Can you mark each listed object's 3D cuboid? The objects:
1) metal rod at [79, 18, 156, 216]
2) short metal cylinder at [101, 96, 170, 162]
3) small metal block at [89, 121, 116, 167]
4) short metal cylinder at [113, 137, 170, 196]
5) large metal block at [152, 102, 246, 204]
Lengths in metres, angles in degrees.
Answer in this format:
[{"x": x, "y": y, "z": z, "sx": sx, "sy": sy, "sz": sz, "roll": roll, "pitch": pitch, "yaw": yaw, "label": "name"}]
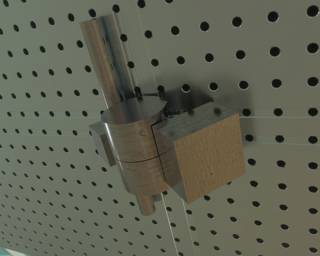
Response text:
[{"x": -0.052, "y": 0.002, "z": 0.434, "sx": 0.025, "sy": 0.025, "sz": 0.298, "roll": 0, "pitch": 119, "yaw": 28, "label": "metal rod"}, {"x": -0.027, "y": -0.001, "z": 0.384, "sx": 0.080, "sy": 0.080, "sz": 0.050, "roll": 1, "pitch": 119, "yaw": 28, "label": "short metal cylinder"}, {"x": -0.075, "y": 0.021, "z": 0.444, "sx": 0.050, "sy": 0.025, "sz": 0.050, "roll": 29, "pitch": 138, "yaw": 56, "label": "small metal block"}, {"x": -0.015, "y": 0.043, "z": 0.405, "sx": 0.080, "sy": 0.080, "sz": 0.050, "roll": 1, "pitch": 119, "yaw": 28, "label": "short metal cylinder"}, {"x": 0.046, "y": 0.026, "z": 0.353, "sx": 0.050, "sy": 0.081, "sz": 0.080, "roll": 35, "pitch": 143, "yaw": 57, "label": "large metal block"}]
